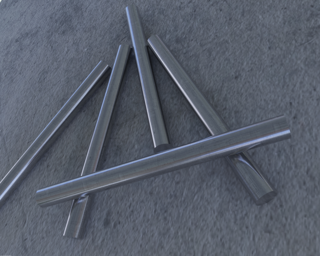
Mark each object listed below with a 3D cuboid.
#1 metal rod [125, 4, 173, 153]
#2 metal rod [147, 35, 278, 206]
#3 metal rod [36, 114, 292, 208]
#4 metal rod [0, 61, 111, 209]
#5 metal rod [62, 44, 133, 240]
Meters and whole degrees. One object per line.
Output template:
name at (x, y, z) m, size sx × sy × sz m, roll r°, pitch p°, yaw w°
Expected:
metal rod at (-0.023, -0.092, 0.470) m, size 0.025 × 0.025 × 0.299 m, roll -23°, pitch 53°, yaw 14°
metal rod at (0.048, -0.034, 0.398) m, size 0.025 × 0.025 × 0.300 m, roll -34°, pitch 52°, yaw 6°
metal rod at (-0.011, 0.043, 0.348) m, size 0.301 × 0.025 × 0.025 m, roll -18°, pitch 55°, yaw 17°
metal rod at (-0.176, 0.016, 0.484) m, size 0.025 × 0.025 × 0.300 m, roll 29°, pitch 77°, yaw 37°
metal rod at (-0.081, 0.002, 0.443) m, size 0.025 × 0.025 × 0.299 m, roll -3°, pitch 60°, yaw 26°
